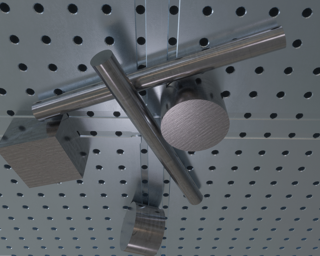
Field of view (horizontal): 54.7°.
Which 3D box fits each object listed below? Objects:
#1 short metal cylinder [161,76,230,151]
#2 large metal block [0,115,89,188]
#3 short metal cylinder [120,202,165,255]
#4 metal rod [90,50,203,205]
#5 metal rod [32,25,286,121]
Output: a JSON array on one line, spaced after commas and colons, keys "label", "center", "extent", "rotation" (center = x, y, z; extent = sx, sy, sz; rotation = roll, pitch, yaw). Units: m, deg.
[{"label": "short metal cylinder", "center": [0.041, -0.017, 0.381], "extent": [0.081, 0.050, 0.079], "rotation": [0, 130, 0]}, {"label": "large metal block", "center": [-0.154, 0.031, 0.420], "extent": [0.080, 0.050, 0.080], "rotation": [-12, 129, 9]}, {"label": "short metal cylinder", "center": [-0.030, 0.169, 0.519], "extent": [0.050, 0.080, 0.079], "rotation": [18, 128, -15]}, {"label": "metal rod", "center": [0.000, 0.023, 0.410], "extent": [0.025, 0.025, 0.299], "rotation": [-18, 135, 15]}, {"label": "metal rod", "center": [-0.012, -0.059, 0.361], "extent": [0.301, 0.025, 0.025], "rotation": [-15, 129, 12]}]
